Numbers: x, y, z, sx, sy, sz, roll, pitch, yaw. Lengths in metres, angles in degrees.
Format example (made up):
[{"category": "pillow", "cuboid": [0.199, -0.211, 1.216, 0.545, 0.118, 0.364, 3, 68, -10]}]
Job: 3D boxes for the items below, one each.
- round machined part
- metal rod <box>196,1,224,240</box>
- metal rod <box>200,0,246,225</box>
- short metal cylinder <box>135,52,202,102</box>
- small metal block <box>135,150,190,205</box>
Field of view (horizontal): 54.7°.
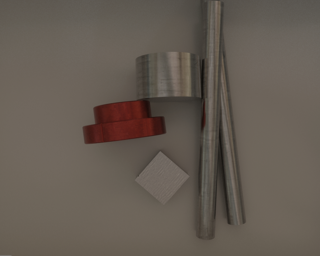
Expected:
[{"category": "round machined part", "cuboid": [-0.044, -0.008, 0.374, 0.099, 0.098, 0.042, -7, 90, 0]}, {"category": "metal rod", "cuboid": [0.063, -0.005, 0.396, 0.025, 0.025, 0.298, 1, 96, -1]}, {"category": "metal rod", "cuboid": [0.084, -0.023, 0.412, 0.025, 0.025, 0.298, -7, 90, 0]}, {"category": "short metal cylinder", "cuboid": [0.011, -0.060, 0.384, 0.081, 0.080, 0.050, -2, 90, -1]}, {"category": "small metal block", "cuboid": [0.003, 0.065, 0.412, 0.050, 0.025, 0.050, 41, 90, -1]}]
